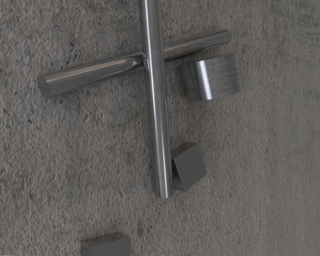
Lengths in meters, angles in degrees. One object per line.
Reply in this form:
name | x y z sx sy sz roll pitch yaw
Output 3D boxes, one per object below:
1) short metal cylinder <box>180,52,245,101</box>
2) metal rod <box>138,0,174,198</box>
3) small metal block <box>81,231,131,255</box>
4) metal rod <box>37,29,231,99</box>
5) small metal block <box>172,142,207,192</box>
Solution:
short metal cylinder | 0.072 -0.072 0.429 0.081 0.080 0.050 -23 105 -38
metal rod | -0.005 -0.056 0.371 0.025 0.025 0.298 -17 110 -39
small metal block | -0.062 0.151 0.353 0.050 0.025 0.050 1 90 -40
metal rod | -0.007 -0.092 0.398 0.302 0.025 0.025 -25 106 -37
small metal block | 0.035 0.053 0.434 0.050 0.025 0.050 -30 109 -36
